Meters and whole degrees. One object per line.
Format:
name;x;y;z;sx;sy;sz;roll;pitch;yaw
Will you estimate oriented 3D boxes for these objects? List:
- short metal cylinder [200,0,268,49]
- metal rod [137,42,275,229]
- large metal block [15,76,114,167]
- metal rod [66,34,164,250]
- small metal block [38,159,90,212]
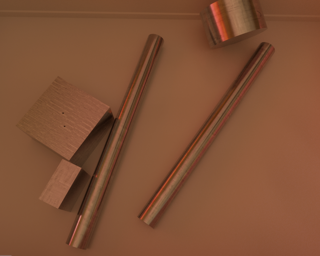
short metal cylinder;0.101;-0.147;0.429;0.081;0.080;0.050;-19;95;-7
metal rod;0.070;-0.002;0.411;0.025;0.025;0.300;34;73;11
large metal block;-0.117;-0.006;0.397;0.080;0.050;0.080;31;73;10
metal rod;-0.051;0.003;0.407;0.025;0.025;0.299;17;71;6
small metal block;-0.111;0.070;0.369;0.025;0.050;0.050;24;72;8
